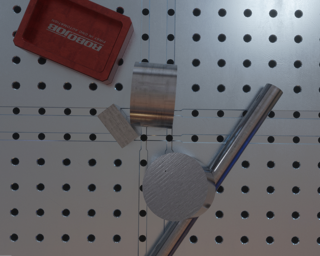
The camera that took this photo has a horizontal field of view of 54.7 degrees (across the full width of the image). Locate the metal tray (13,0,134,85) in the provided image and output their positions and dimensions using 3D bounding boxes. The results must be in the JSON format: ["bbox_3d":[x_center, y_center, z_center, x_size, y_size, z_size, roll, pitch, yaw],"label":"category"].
[{"bbox_3d":[-0.112,-0.123,0.409,0.131,0.030,0.090,23,90,0],"label":"metal tray"}]

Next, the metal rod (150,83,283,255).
[{"bbox_3d":[0.069,0.071,0.413,0.025,0.025,0.299,34,90,0],"label":"metal rod"}]

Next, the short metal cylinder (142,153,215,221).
[{"bbox_3d":[0.025,0.074,0.387,0.080,0.050,0.080,-5,75,19],"label":"short metal cylinder"}]

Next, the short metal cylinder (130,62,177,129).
[{"bbox_3d":[-0.007,-0.040,0.386,0.050,0.080,0.080,5,90,0],"label":"short metal cylinder"}]

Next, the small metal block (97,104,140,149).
[{"bbox_3d":[-0.051,-0.003,0.400,0.025,0.050,0.050,-37,90,0],"label":"small metal block"}]
